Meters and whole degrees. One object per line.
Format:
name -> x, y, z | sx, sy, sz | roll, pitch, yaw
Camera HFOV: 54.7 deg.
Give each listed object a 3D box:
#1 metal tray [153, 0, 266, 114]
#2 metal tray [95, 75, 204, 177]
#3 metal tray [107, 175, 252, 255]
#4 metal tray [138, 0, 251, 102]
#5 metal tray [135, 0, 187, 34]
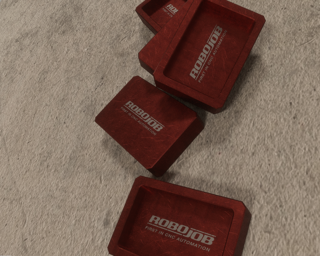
metal tray -> 0.060, -0.094, 0.382 | 0.090, 0.030, 0.130 | 27, 82, 7
metal tray -> -0.018, -0.007, 0.413 | 0.090, 0.030, 0.130 | -48, 52, -6
metal tray -> 0.018, 0.108, 0.323 | 0.130, 0.030, 0.090 | 9, 66, 31
metal tray -> 0.046, -0.111, 0.418 | 0.090, 0.030, 0.130 | 41, 84, 9
metal tray -> 0.027, -0.182, 0.496 | 0.090, 0.030, 0.130 | -37, 51, 2
